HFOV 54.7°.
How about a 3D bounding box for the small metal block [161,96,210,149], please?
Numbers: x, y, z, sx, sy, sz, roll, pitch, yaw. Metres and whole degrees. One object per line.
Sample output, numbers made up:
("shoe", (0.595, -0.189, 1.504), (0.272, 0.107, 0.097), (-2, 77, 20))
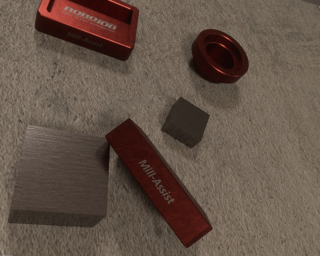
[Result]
("small metal block", (0.036, -0.008, 0.430), (0.050, 0.025, 0.050), (32, 51, -8))

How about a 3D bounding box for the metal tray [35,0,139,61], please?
("metal tray", (-0.099, -0.157, 0.443), (0.131, 0.030, 0.090), (16, 55, -19))

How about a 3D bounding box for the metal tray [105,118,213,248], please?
("metal tray", (0.001, 0.055, 0.330), (0.030, 0.090, 0.130), (-37, 81, -1))

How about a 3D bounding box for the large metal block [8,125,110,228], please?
("large metal block", (-0.097, 0.050, 0.306), (0.081, 0.050, 0.080), (11, 57, -23))

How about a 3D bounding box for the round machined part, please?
("round machined part", (0.095, -0.113, 0.515), (0.099, 0.042, 0.098), (14, 56, -21))
